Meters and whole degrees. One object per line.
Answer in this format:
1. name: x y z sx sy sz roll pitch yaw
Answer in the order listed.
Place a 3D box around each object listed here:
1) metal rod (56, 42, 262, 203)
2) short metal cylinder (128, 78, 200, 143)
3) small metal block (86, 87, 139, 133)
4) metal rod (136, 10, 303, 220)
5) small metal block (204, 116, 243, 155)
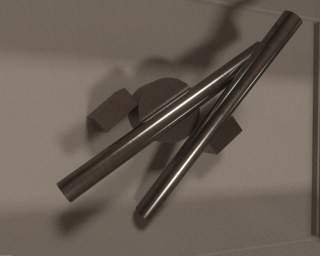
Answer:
1. metal rod: 0.017 -0.018 0.364 0.301 0.025 0.025 -36 102 -17
2. short metal cylinder: 0.004 -0.022 0.400 0.081 0.050 0.079 0 90 -20
3. small metal block: -0.059 -0.021 0.376 0.050 0.050 0.025 -44 104 -15
4. metal rod: 0.067 -0.009 0.380 0.025 0.025 0.299 34 98 -18
5. small metal block: 0.076 0.009 0.427 0.050 0.050 0.025 -41 104 -16
